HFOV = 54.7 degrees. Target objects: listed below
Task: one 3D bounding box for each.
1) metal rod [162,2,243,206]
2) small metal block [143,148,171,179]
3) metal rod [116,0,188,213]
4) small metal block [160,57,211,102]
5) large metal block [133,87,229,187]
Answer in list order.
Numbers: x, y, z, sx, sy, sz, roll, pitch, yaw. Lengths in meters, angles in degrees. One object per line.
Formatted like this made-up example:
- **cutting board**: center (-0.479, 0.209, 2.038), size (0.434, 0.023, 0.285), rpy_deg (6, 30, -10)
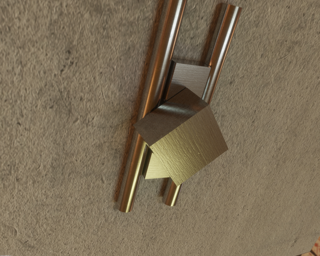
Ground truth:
- **metal rod**: center (0.051, -0.015, 0.429), size (0.025, 0.025, 0.298), rpy_deg (1, 118, -29)
- **small metal block**: center (0.002, 0.043, 0.436), size (0.050, 0.025, 0.050), rpy_deg (1, 118, -29)
- **metal rod**: center (-0.016, -0.016, 0.392), size (0.025, 0.025, 0.298), rpy_deg (1, 118, -29)
- **small metal block**: center (0.030, -0.059, 0.388), size (0.050, 0.025, 0.050), rpy_deg (1, 118, -29)
- **large metal block**: center (0.027, 0.012, 0.381), size (0.080, 0.050, 0.080), rpy_deg (-35, 129, -5)
